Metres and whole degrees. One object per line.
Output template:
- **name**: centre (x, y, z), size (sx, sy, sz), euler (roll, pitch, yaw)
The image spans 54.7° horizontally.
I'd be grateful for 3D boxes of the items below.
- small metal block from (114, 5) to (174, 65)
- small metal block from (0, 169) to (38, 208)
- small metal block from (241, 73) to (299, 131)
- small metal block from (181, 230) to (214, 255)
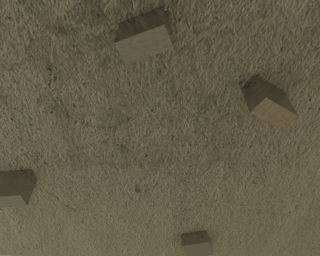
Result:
- **small metal block**: centre (-0.015, -0.094, 0.311), size (0.050, 0.050, 0.025), euler (-16, 128, 13)
- **small metal block**: centre (-0.221, 0.090, 0.465), size (0.050, 0.050, 0.025), euler (-5, 130, 4)
- **small metal block**: centre (0.128, -0.031, 0.366), size (0.050, 0.050, 0.025), euler (25, 126, -20)
- **small metal block**: centre (0.072, 0.226, 0.600), size (0.050, 0.025, 0.050), euler (-14, 129, 11)
